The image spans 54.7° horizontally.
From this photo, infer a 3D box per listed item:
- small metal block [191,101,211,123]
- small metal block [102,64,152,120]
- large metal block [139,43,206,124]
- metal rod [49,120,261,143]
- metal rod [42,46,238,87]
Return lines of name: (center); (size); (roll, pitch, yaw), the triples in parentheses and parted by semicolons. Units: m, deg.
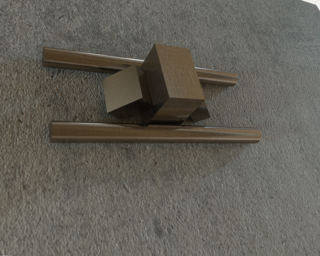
small metal block: (0.050, -0.042, 0.442); (0.025, 0.050, 0.050); (-18, 64, 9)
small metal block: (-0.043, -0.045, 0.394); (0.025, 0.050, 0.050); (37, 36, -59)
large metal block: (0.007, -0.051, 0.409); (0.050, 0.080, 0.080); (1, 62, -28)
metal rod: (0.014, 0.008, 0.409); (0.303, 0.025, 0.025); (2, 61, -28)
metal rod: (-0.010, -0.085, 0.453); (0.303, 0.025, 0.025); (1, 61, -28)
